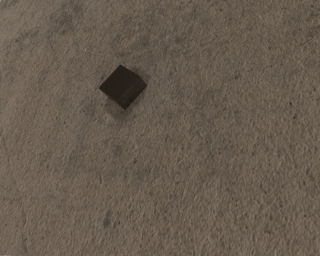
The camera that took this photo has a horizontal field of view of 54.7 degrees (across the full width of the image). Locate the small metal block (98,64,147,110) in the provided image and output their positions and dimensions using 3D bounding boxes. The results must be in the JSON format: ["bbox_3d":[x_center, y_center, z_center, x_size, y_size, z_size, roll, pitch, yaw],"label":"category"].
[{"bbox_3d":[-0.057,-0.062,0.470,0.050,0.025,0.050,-49,52,-7],"label":"small metal block"}]
